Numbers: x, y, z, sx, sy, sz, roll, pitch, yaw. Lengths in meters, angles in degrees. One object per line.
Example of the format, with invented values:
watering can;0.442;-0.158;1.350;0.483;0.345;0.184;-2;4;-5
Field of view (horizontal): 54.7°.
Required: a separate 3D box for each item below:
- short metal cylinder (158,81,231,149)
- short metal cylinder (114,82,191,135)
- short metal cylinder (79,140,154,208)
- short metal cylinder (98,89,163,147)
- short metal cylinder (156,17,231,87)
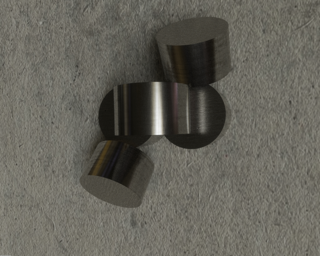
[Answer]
short metal cylinder;0.044;-0.015;0.380;0.080;0.050;0.079;0;90;19
short metal cylinder;-0.008;-0.018;0.330;0.080;0.080;0.050;-1;90;19
short metal cylinder;-0.053;0.060;0.391;0.080;0.080;0.050;8;54;19
short metal cylinder;-0.032;-0.015;0.407;0.080;0.050;0.079;0;90;19
short metal cylinder;0.040;-0.089;0.359;0.080;0.080;0.050;1;129;19
